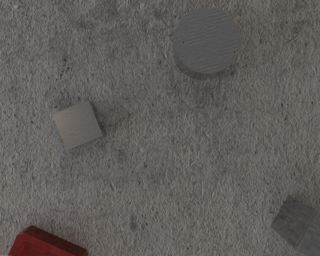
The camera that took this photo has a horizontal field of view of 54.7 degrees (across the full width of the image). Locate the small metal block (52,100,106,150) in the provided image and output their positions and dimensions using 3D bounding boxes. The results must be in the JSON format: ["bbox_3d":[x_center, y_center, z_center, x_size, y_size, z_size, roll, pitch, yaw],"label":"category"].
[{"bbox_3d":[-0.106,-0.004,0.409,0.050,0.025,0.050,-22,90,0],"label":"small metal block"}]

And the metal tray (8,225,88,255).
[{"bbox_3d":[-0.164,0.207,0.406,0.090,0.030,0.129,25,90,0],"label":"metal tray"}]

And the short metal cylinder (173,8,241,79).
[{"bbox_3d":[0.057,-0.105,0.398,0.081,0.050,0.079,0,90,0],"label":"short metal cylinder"}]

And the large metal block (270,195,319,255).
[{"bbox_3d":[0.199,0.133,0.384,0.080,0.080,0.050,29,90,0],"label":"large metal block"}]
